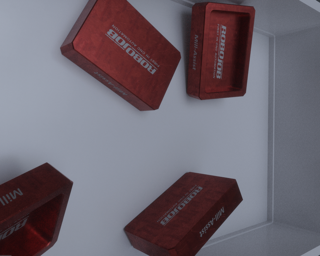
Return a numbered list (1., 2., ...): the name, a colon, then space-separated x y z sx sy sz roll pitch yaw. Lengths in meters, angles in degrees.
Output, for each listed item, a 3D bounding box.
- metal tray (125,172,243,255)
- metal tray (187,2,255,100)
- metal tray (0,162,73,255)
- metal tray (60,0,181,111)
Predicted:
1. metal tray: 0.032 0.108 0.393 0.131 0.090 0.030 -35 112 -35
2. metal tray: 0.088 -0.109 0.448 0.091 0.030 0.129 -8 109 -29
3. metal tray: -0.132 0.091 0.238 0.131 0.030 0.089 -31 149 -55
4. metal tray: -0.040 -0.090 0.372 0.130 0.030 0.090 36 68 -35
